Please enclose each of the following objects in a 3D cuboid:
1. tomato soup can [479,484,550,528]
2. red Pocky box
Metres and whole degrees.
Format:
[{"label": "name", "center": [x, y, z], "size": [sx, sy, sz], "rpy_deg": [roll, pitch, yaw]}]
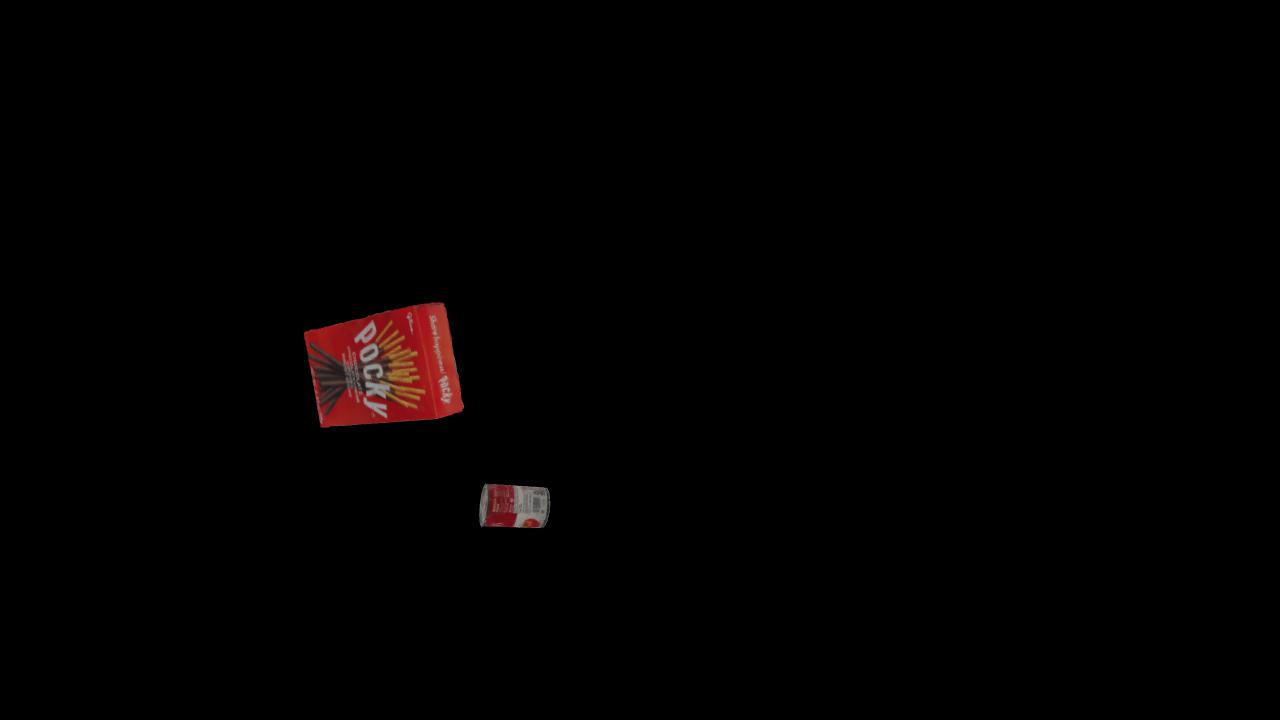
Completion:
[{"label": "tomato soup can", "center": [-0.203, 0.236, 0.996], "size": [0.101, 0.068, 0.068], "rpy_deg": [8, -3, -23]}, {"label": "red Pocky box", "center": [-0.202, 0.007, 0.475], "size": [0.155, 0.083, 0.028], "rpy_deg": [-7, 3, 34]}]
